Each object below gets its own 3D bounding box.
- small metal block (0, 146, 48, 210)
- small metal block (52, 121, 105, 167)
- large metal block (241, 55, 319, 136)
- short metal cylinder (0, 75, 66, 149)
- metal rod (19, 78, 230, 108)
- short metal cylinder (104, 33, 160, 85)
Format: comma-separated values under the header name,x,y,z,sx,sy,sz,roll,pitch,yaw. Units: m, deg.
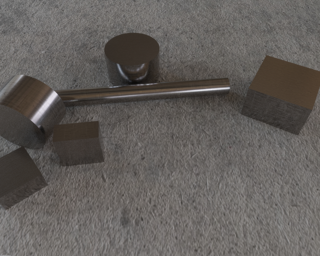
name,x,y,z,sx,sy,sz,roll,pitch,yaw
small metal block,-0.166,0.056,0.354,0.050,0.025,0.050,-32,57,-24
small metal block,-0.095,0.019,0.369,0.050,0.050,0.025,-6,51,-5
large metal block,0.169,-0.047,0.429,0.080,0.050,0.080,23,54,18
short metal cylinder,-0.165,-0.018,0.381,0.080,0.080,0.050,13,51,10
metal rod,-0.051,-0.049,0.443,0.302,0.025,0.025,-5,50,-5
short metal cylinder,-0.041,-0.101,0.471,0.081,0.050,0.080,0,50,0
